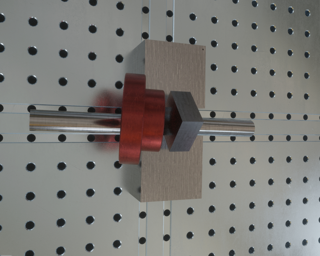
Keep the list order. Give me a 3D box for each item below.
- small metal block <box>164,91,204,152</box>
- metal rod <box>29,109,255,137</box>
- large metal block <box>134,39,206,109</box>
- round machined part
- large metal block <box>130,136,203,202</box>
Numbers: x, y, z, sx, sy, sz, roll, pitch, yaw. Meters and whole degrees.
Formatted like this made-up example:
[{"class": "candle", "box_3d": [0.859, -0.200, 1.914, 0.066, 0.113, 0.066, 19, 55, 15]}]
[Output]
[{"class": "small metal block", "box_3d": [0.023, -0.008, 0.361, 0.025, 0.050, 0.050, 1, 46, -20]}, {"class": "metal rod", "box_3d": [-0.008, -0.004, 0.409, 0.302, 0.025, 0.025, 2, 90, -20]}, {"class": "large metal block", "box_3d": [0.011, -0.065, 0.403, 0.081, 0.050, 0.079, 1, 90, -20]}, {"class": "round machined part", "box_3d": [-0.019, -0.009, 0.336, 0.042, 0.098, 0.097, 4, 89, -6]}, {"class": "large metal block", "box_3d": [0.007, 0.049, 0.402, 0.081, 0.050, 0.080, 1, 90, -20]}]
